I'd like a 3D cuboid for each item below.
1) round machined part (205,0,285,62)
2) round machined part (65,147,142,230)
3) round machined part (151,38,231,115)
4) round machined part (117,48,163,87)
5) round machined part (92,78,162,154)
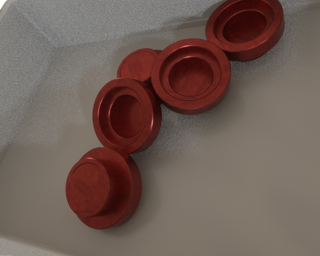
[{"bbox_3d":[0.114,-0.128,0.412,0.098,0.042,0.098,-12,59,21],"label":"round machined part"},{"bbox_3d":[-0.074,0.071,0.371,0.098,0.042,0.098,-6,77,30],"label":"round machined part"},{"bbox_3d":[0.041,-0.062,0.399,0.098,0.042,0.098,-3,71,10],"label":"round machined part"},{"bbox_3d":[-0.024,-0.078,0.455,0.098,0.042,0.098,-13,56,21],"label":"round machined part"},{"bbox_3d":[-0.038,-0.015,0.407,0.098,0.042,0.097,1,92,32],"label":"round machined part"}]
